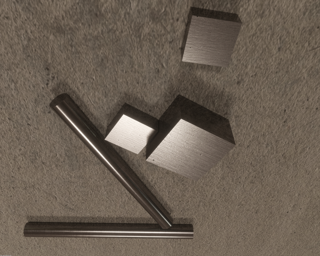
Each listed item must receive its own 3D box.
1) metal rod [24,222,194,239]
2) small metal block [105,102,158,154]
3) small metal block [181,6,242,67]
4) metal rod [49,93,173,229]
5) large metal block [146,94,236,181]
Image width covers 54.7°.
[{"bbox_3d":[-0.091,0.188,0.565,0.302,0.025,0.025,2,130,-2],"label":"metal rod"},{"bbox_3d":[-0.037,0.002,0.408,0.050,0.025,0.050,27,125,-22],"label":"small metal block"},{"bbox_3d":[0.052,-0.095,0.327,0.050,0.025,0.050,7,130,-6],"label":"small metal block"},{"bbox_3d":[-0.056,0.067,0.463,0.025,0.025,0.299,-22,127,17],"label":"metal rod"},{"bbox_3d":[0.037,0.015,0.404,0.080,0.050,0.080,25,126,-20],"label":"large metal block"}]
